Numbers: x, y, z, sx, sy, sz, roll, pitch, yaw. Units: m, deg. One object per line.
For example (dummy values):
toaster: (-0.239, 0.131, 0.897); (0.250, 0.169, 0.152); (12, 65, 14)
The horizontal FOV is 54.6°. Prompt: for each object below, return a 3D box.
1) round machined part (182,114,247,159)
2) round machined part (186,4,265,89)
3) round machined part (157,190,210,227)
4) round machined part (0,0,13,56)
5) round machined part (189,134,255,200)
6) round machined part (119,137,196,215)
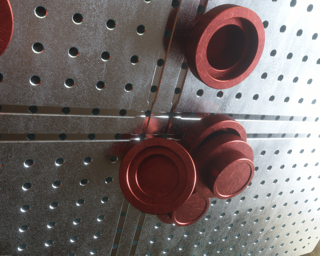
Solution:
round machined part: (0.074, 0.023, 0.454); (0.099, 0.042, 0.097); (-14, 124, -21)
round machined part: (0.075, -0.100, 0.378); (0.099, 0.042, 0.097); (-14, 124, -21)
round machined part: (0.040, 0.117, 0.493); (0.099, 0.042, 0.097); (-14, 124, -21)
round machined part: (-0.173, -0.090, 0.250); (0.099, 0.042, 0.097); (-14, 124, -21)
round machined part: (0.091, 0.060, 0.432); (0.099, 0.042, 0.097); (-14, 125, -21)
round machined part: (-0.003, 0.064, 0.414); (0.098, 0.098, 0.042); (-37, 170, -4)
